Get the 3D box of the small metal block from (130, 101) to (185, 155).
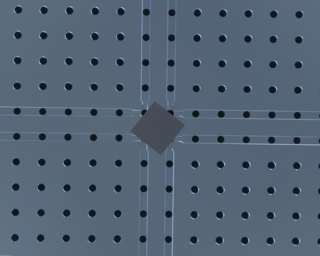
[{"bbox_3d":[-0.003,0.000,0.413,0.050,0.025,0.050,38,90,-1],"label":"small metal block"}]
